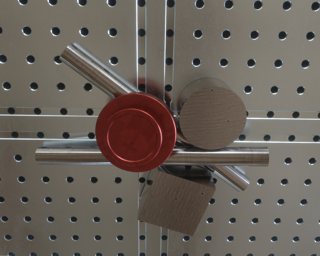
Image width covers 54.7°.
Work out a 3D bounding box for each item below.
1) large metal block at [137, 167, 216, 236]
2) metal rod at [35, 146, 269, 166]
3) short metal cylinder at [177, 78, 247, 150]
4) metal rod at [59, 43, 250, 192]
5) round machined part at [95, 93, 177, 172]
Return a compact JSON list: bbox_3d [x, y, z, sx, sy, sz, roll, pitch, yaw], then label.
[{"bbox_3d":[0.021,0.093,0.432,0.080,0.050,0.079,19,109,-7],"label":"large metal block"},{"bbox_3d":[-0.015,0.037,0.407,0.302,0.025,0.025,0,110,7],"label":"metal rod"},{"bbox_3d":[0.063,-0.019,0.393,0.081,0.050,0.079,0,110,-1],"label":"short metal cylinder"},{"bbox_3d":[0.002,-0.006,0.411,0.301,0.025,0.025,37,106,-13],"label":"metal rod"},{"bbox_3d":[-0.030,0.007,0.371,0.099,0.042,0.097,1,102,5],"label":"round machined part"}]
